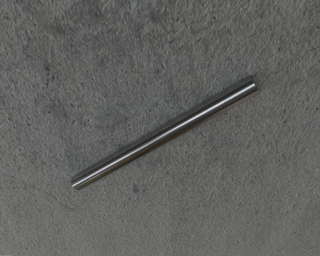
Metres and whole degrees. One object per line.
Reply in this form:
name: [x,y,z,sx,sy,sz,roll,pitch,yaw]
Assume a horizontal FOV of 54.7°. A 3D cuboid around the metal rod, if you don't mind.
metal rod: [-0.008,0.016,0.423,0.300,0.025,0.025,-30,124,22]
